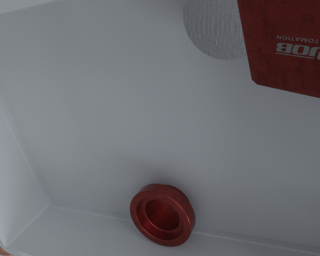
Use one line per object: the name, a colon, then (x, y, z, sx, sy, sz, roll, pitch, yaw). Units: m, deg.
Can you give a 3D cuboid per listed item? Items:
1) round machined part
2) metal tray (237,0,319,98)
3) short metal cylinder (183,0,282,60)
round machined part: (0.007, 0.125, 0.466, 0.098, 0.042, 0.097, 11, 118, 23)
metal tray: (0.121, -0.060, 0.205, 0.130, 0.030, 0.090, 22, 151, 40)
short metal cylinder: (0.068, -0.110, 0.288, 0.080, 0.050, 0.079, 13, 124, 20)
